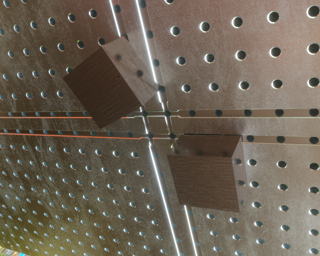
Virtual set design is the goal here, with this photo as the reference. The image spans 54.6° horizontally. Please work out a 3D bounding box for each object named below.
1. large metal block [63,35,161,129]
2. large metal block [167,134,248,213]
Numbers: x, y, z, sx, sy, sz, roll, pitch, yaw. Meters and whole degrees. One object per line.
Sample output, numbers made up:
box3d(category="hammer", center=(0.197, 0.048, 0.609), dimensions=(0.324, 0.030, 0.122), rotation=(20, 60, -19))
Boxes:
box3d(category="large metal block", center=(-0.061, -0.056, 0.393), dimensions=(0.080, 0.050, 0.080), rotation=(-25, 105, 37))
box3d(category="large metal block", center=(0.063, 0.056, 0.397), dimensions=(0.080, 0.050, 0.080), rotation=(0, 119, 28))
